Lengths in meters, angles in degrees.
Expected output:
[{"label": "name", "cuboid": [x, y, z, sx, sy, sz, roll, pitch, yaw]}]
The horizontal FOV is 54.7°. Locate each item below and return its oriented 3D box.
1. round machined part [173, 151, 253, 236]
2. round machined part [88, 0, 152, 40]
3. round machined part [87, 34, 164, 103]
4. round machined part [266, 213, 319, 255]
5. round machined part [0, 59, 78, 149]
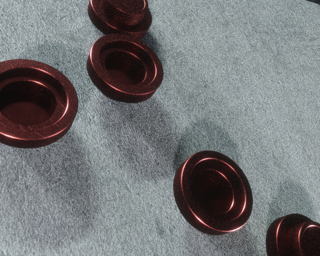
[{"label": "round machined part", "cuboid": [0.060, 0.080, 0.376, 0.099, 0.042, 0.098, 14, 56, -21]}, {"label": "round machined part", "cuboid": [-0.057, -0.184, 0.474, 0.099, 0.042, 0.098, 14, 56, -21]}, {"label": "round machined part", "cuboid": [-0.048, -0.074, 0.411, 0.099, 0.042, 0.098, 14, 56, -21]}, {"label": "round machined part", "cuboid": [0.190, 0.159, 0.398, 0.099, 0.042, 0.098, 14, 56, -21]}, {"label": "round machined part", "cuboid": [-0.141, -0.022, 0.330, 0.099, 0.042, 0.098, 14, 56, -21]}]
